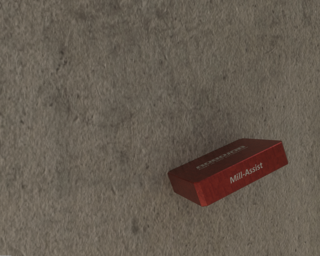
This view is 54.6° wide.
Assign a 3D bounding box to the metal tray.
[{"bbox_3d":[0.086,0.052,0.405,0.131,0.090,0.030,-22,98,-19],"label":"metal tray"}]
